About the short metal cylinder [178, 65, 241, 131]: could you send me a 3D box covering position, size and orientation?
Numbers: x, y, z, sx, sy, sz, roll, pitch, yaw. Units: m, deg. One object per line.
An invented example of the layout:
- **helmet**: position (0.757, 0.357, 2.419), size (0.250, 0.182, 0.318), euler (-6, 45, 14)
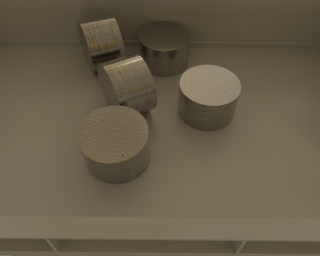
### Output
- **short metal cylinder**: position (0.066, -0.042, 0.425), size (0.081, 0.050, 0.080), euler (0, 50, 0)

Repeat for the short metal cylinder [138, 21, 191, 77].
- **short metal cylinder**: position (0.007, -0.127, 0.495), size (0.081, 0.050, 0.080), euler (0, 50, 0)

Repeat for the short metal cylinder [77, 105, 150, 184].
- **short metal cylinder**: position (-0.053, 0.019, 0.368), size (0.081, 0.050, 0.080), euler (0, 54, 0)

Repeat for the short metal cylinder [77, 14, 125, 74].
- **short metal cylinder**: position (-0.091, -0.129, 0.477), size (0.050, 0.080, 0.080), euler (-18, 53, -15)

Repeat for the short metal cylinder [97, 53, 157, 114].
- **short metal cylinder**: position (-0.045, -0.054, 0.414), size (0.050, 0.080, 0.080), euler (-22, 54, -18)
